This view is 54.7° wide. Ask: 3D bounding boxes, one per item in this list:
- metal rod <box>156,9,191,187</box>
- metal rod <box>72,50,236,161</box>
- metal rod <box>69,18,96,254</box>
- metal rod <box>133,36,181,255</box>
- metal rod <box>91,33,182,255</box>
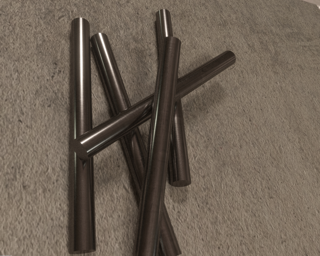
[{"bbox_3d":[0.016,-0.062,0.451,0.025,0.025,0.299,10,57,-24],"label":"metal rod"},{"bbox_3d":[0.015,-0.045,0.407,0.025,0.025,0.302,50,51,6],"label":"metal rod"},{"bbox_3d":[-0.092,-0.014,0.363,0.025,0.025,0.299,6,59,-26],"label":"metal rod"},{"bbox_3d":[-0.003,0.033,0.339,0.025,0.025,0.299,15,69,-21],"label":"metal rod"},{"bbox_3d":[-0.037,0.006,0.381,0.025,0.025,0.299,-7,65,-32],"label":"metal rod"}]
